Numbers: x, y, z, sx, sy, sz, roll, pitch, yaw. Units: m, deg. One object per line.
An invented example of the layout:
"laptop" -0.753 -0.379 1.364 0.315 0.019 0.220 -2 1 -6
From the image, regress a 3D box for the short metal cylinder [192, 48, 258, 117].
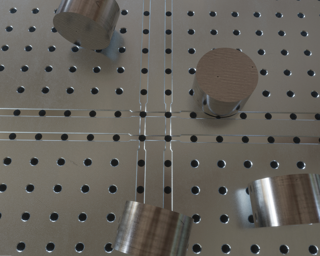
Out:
"short metal cylinder" 0.086 -0.061 0.422 0.081 0.050 0.080 0 70 0

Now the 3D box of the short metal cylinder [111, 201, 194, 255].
"short metal cylinder" -0.007 0.116 0.340 0.080 0.080 0.050 14 71 5

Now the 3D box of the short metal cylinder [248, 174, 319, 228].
"short metal cylinder" 0.145 0.085 0.353 0.081 0.080 0.050 -4 70 -2

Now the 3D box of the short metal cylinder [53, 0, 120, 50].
"short metal cylinder" -0.103 -0.155 0.438 0.080 0.080 0.050 13 71 4
